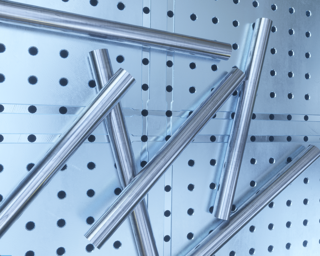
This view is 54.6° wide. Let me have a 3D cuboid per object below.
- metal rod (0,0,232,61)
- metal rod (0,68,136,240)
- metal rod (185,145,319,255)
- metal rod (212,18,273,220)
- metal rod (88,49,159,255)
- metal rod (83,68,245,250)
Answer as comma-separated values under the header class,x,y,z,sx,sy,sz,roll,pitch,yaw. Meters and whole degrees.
class,x,y,z,sx,sy,sz,roll,pitch,yaw
metal rod,-0.044,-0.121,0.395,0.302,0.025,0.025,5,89,-20
metal rod,-0.133,0.052,0.348,0.025,0.025,0.300,42,83,-15
metal rod,0.134,0.121,0.461,0.301,0.025,0.025,-36,102,-17
metal rod,0.122,-0.016,0.457,0.025,0.025,0.299,16,85,-19
metal rod,-0.042,0.050,0.396,0.025,0.025,0.299,-15,95,-19
metal rod,0.019,0.025,0.400,0.025,0.025,0.301,48,68,-14
